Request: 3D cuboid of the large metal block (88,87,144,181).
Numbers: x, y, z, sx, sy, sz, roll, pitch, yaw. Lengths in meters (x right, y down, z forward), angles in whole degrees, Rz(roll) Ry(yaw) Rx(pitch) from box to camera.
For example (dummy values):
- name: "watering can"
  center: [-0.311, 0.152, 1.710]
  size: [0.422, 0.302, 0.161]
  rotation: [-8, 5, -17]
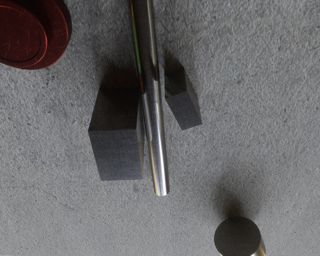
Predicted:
- name: "large metal block"
  center: [-0.048, 0.007, 0.376]
  size: [0.050, 0.080, 0.079]
  rotation: [-2, 130, 1]

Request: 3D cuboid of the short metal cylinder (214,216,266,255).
- name: "short metal cylinder"
  center: [0.142, 0.206, 0.549]
  size: [0.080, 0.080, 0.050]
  rotation: [-17, 128, 13]

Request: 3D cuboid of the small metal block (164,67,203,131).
- name: "small metal block"
  center: [0.027, -0.034, 0.362]
  size: [0.025, 0.050, 0.050]
  rotation: [-19, 128, 15]

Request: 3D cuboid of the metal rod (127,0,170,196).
- name: "metal rod"
  center: [-0.008, -0.016, 0.393]
  size: [0.025, 0.025, 0.298]
  rotation: [-4, 130, 2]

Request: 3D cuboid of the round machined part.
- name: "round machined part"
  center: [-0.142, -0.100, 0.309]
  size: [0.099, 0.042, 0.097]
  rotation: [-1, 130, 0]
